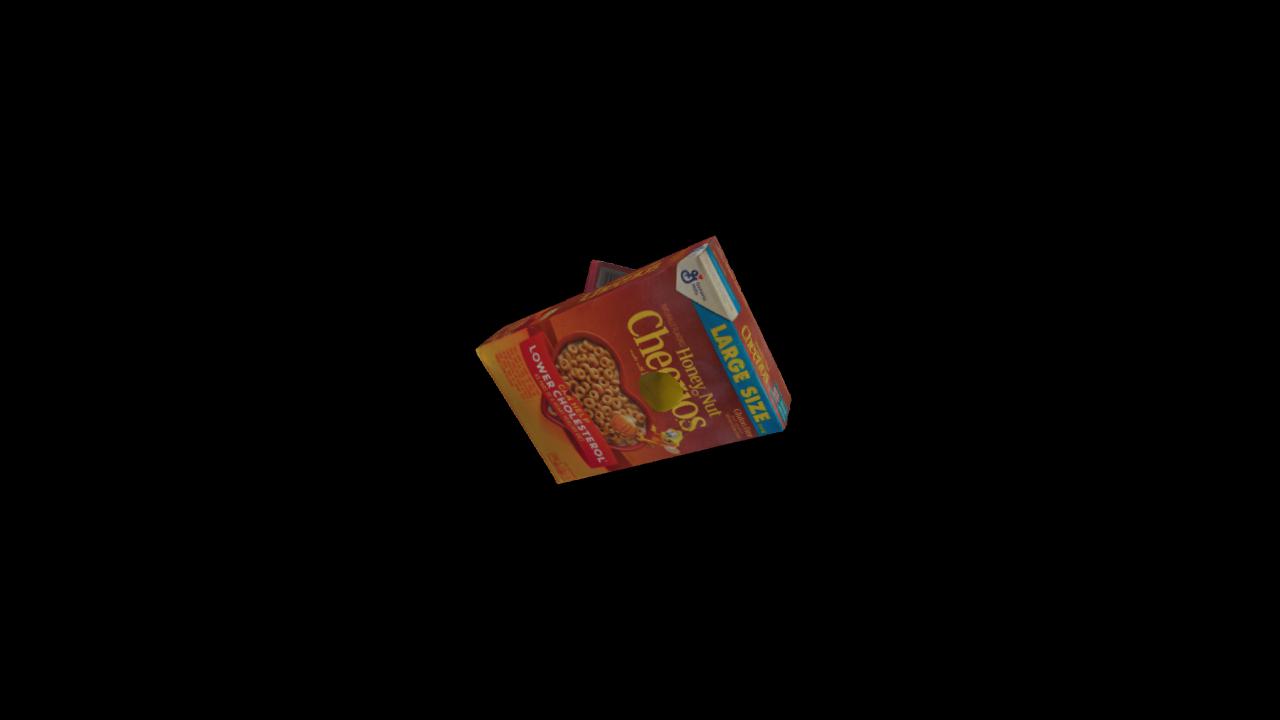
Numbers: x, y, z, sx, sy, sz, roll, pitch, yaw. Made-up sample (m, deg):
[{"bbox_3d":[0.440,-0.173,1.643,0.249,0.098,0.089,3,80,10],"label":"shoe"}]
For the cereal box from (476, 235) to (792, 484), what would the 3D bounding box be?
[{"bbox_3d":[-0.012,0.014,0.689,0.306,0.203,0.081,-18,19,30],"label":"cereal box"}]

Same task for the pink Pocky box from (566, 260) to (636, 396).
[{"bbox_3d":[-0.032,-0.029,0.701,0.084,0.155,0.029,10,8,-28],"label":"pink Pocky box"}]

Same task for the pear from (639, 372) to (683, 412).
[{"bbox_3d":[0.020,0.037,0.672,0.080,0.111,0.080,30,20,-12],"label":"pear"}]
